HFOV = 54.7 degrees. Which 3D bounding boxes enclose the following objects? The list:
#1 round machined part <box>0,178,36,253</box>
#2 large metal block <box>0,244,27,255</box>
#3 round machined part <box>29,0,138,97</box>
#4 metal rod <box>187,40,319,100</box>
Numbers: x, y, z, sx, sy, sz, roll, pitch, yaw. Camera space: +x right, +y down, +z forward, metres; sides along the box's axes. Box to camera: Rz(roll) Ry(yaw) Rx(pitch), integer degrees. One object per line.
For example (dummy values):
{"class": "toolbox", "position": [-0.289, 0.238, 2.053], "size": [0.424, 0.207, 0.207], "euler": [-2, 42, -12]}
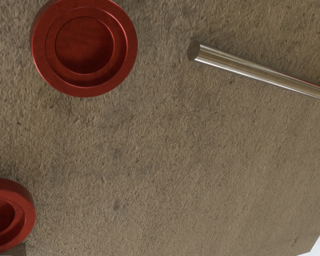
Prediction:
{"class": "round machined part", "position": [-0.195, 0.095, 0.348], "size": [0.099, 0.042, 0.097], "euler": [-14, 125, -21]}
{"class": "large metal block", "position": [-0.209, 0.186, 0.372], "size": [0.080, 0.080, 0.050], "euler": [21, 107, -36]}
{"class": "round machined part", "position": [-0.075, -0.083, 0.304], "size": [0.099, 0.042, 0.097], "euler": [-14, 125, -21]}
{"class": "metal rod", "position": [0.166, -0.075, 0.453], "size": [0.302, 0.025, 0.025], "euler": [8, 114, -32]}
